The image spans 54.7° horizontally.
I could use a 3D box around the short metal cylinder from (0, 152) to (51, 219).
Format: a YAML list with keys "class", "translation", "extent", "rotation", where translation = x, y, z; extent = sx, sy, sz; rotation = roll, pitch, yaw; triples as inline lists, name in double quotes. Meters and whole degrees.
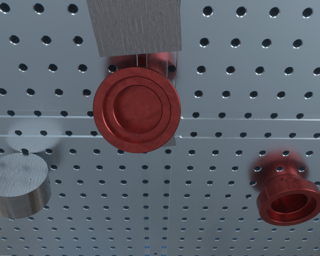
- class: "short metal cylinder"
  translation: [-0.200, 0.081, 0.442]
  extent: [0.081, 0.080, 0.050]
  rotation: [6, 130, -5]

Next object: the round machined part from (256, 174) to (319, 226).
- class: "round machined part"
  translation: [0.205, 0.112, 0.498]
  extent: [0.099, 0.042, 0.097]
  rotation: [0, 130, 0]

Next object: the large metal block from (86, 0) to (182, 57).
- class: "large metal block"
  translation: [-0.022, -0.118, 0.294]
  extent: [0.080, 0.050, 0.080]
  rotation: [-4, 130, 3]

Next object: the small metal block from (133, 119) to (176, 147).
- class: "small metal block"
  translation: [-0.007, 0.000, 0.411]
  extent: [0.050, 0.025, 0.050]
  rotation: [-7, 130, 5]

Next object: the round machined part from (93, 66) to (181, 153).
- class: "round machined part"
  translation: [-0.024, -0.023, 0.363]
  extent: [0.099, 0.042, 0.097]
  rotation: [1, 101, 4]
